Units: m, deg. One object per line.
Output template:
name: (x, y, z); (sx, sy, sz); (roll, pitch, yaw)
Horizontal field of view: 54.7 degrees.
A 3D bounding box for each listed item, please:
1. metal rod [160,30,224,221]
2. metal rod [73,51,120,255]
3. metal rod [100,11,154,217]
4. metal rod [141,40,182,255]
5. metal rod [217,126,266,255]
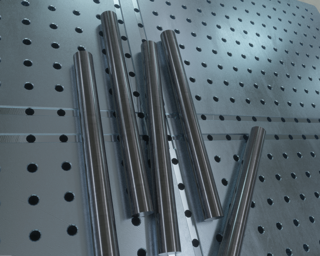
metal rod: (0.039, -0.021, 0.443); (0.025, 0.025, 0.299); (3, 60, -27)
metal rod: (-0.072, 0.037, 0.347); (0.025, 0.025, 0.299); (2, 61, -28)
metal rod: (-0.048, -0.037, 0.405); (0.025, 0.025, 0.299); (2, 61, -28)
metal rod: (-0.003, 0.005, 0.404); (0.025, 0.025, 0.299); (8, 58, -24)
metal rod: (0.101, 0.110, 0.396); (0.025, 0.025, 0.301); (33, 51, -7)
